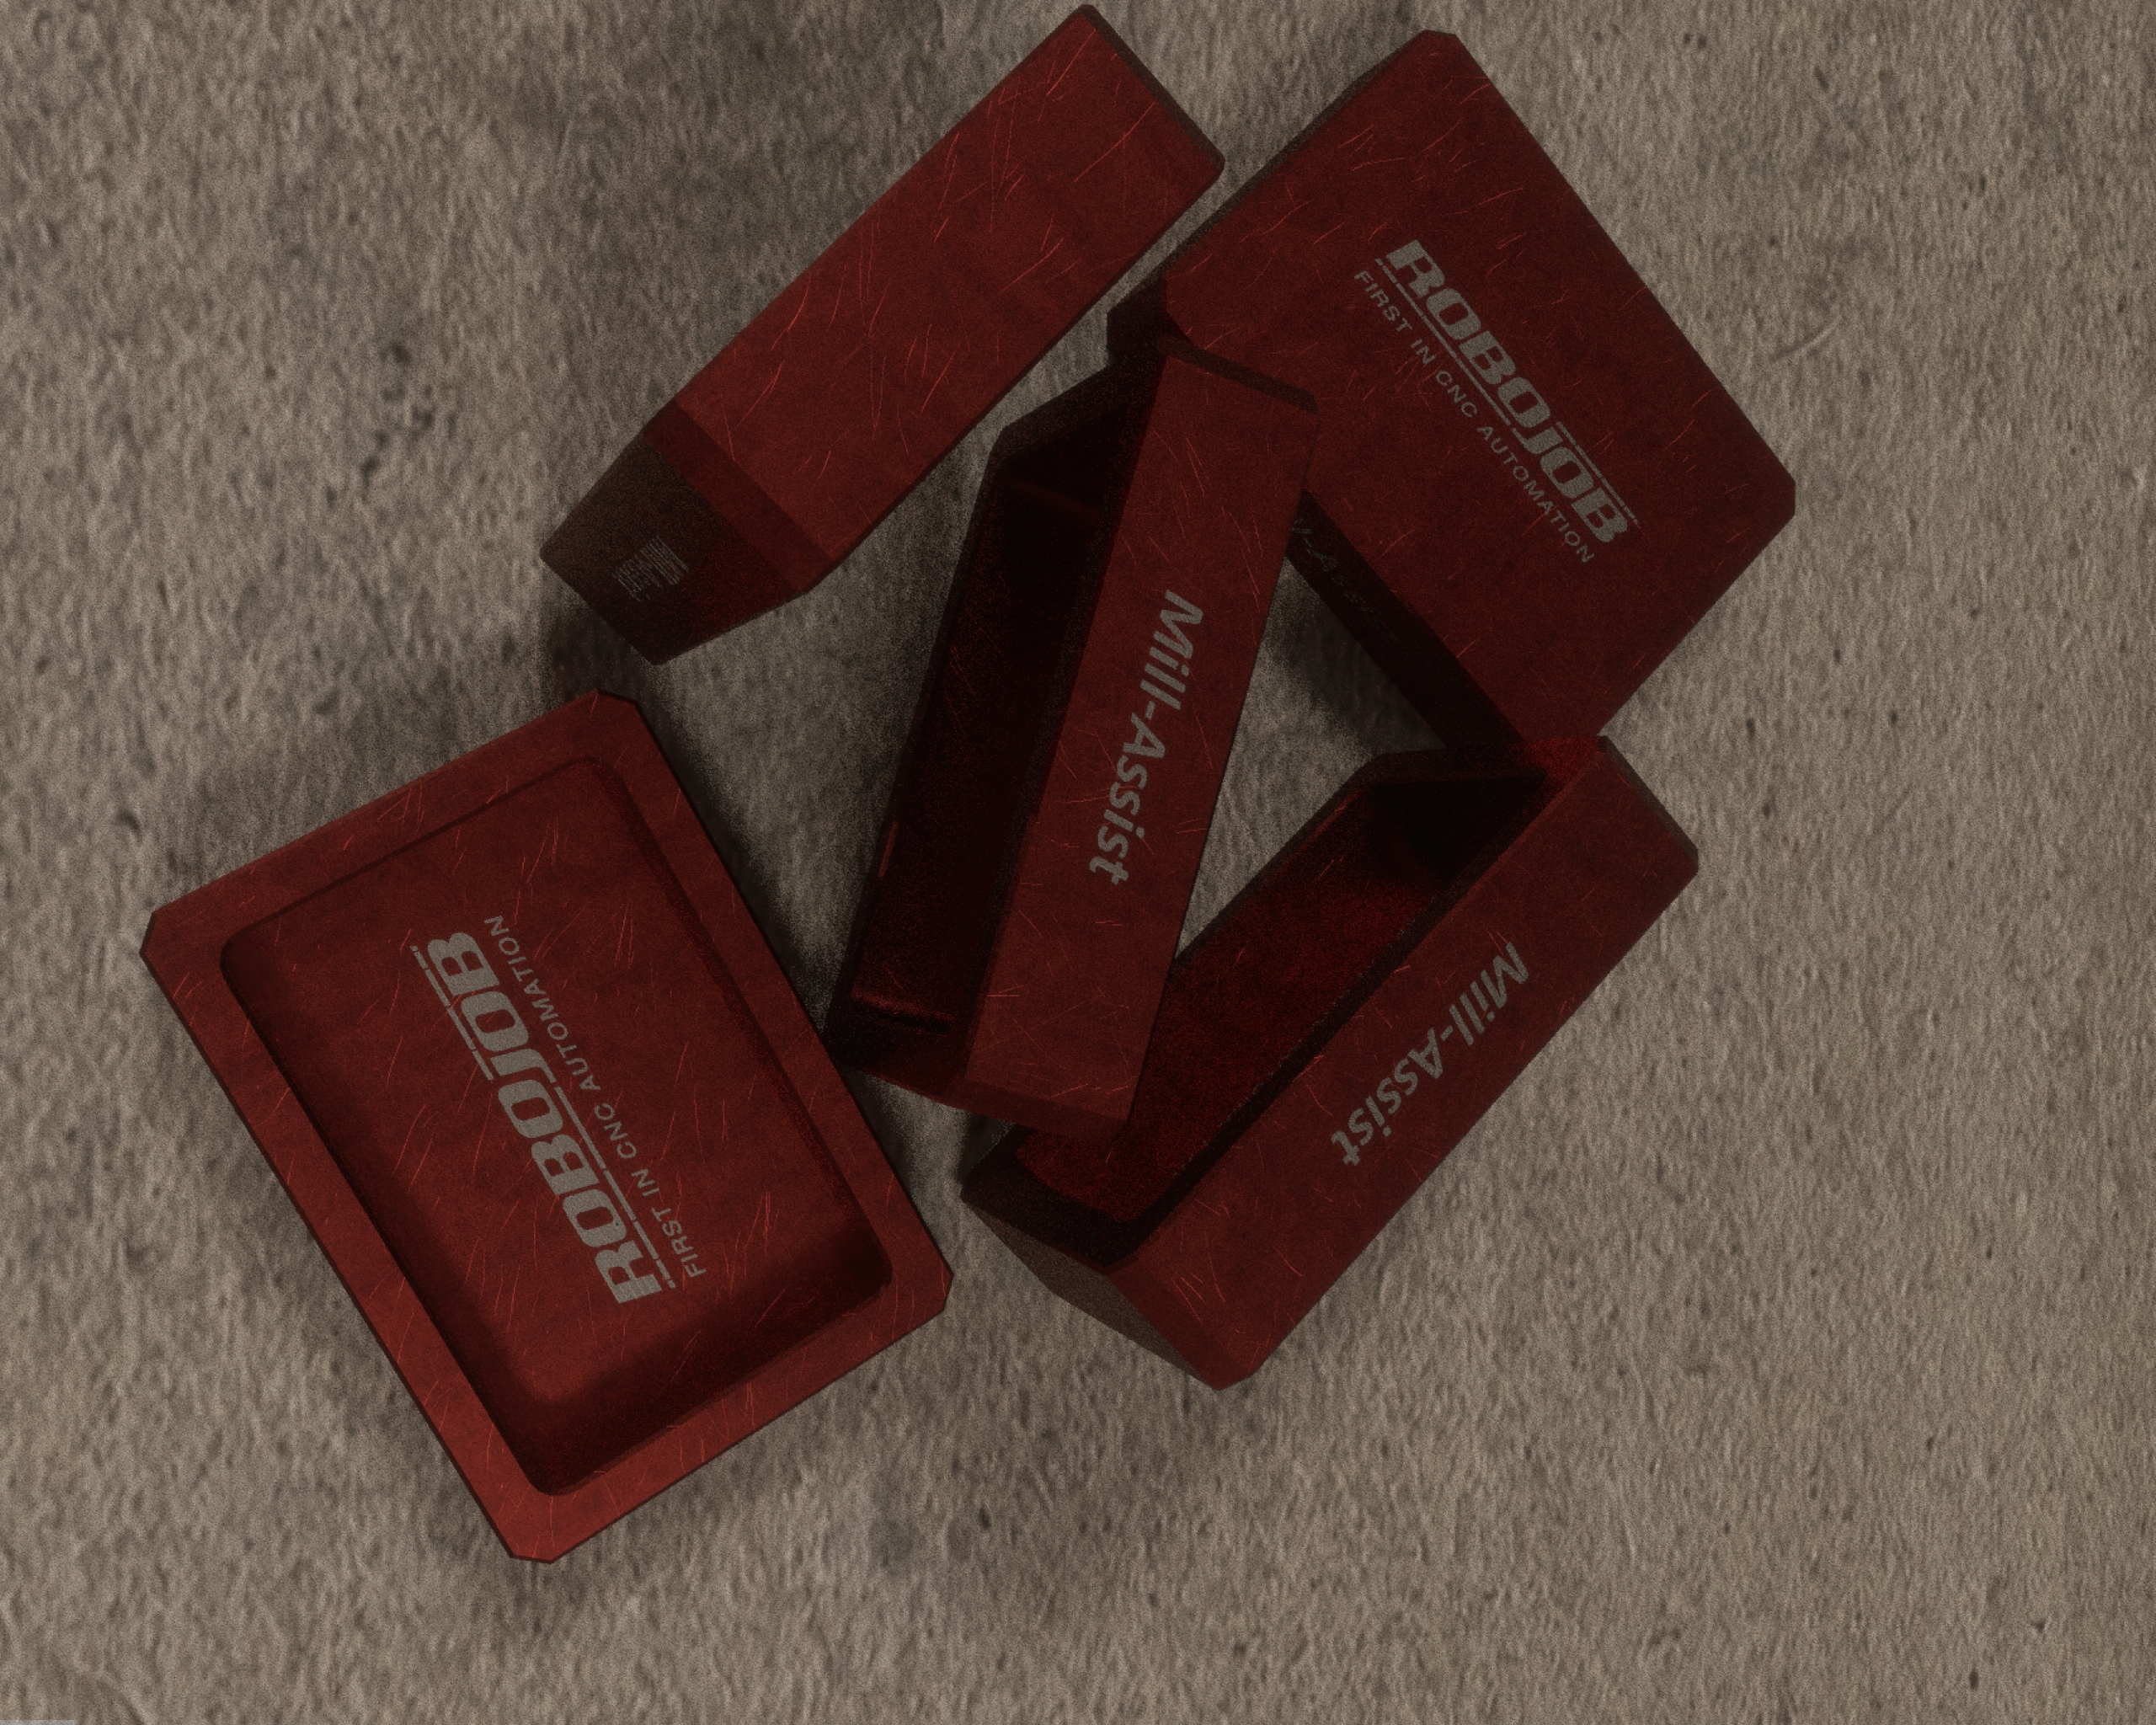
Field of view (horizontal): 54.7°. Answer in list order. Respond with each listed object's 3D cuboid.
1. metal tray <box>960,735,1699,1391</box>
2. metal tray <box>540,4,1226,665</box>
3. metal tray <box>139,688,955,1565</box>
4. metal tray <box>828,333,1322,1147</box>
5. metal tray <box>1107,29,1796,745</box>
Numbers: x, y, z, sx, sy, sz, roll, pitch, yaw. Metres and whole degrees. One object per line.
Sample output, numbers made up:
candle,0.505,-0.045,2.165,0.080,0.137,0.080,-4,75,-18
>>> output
metal tray,0.044,0.032,0.393,0.130,0.090,0.030,-45,105,-15
metal tray,-0.039,-0.079,0.341,0.030,0.130,0.090,46,75,-15
metal tray,-0.092,0.045,0.374,0.091,0.030,0.129,-30,100,-18
metal tray,-0.005,-0.020,0.374,0.030,0.090,0.129,18,84,-20
metal tray,0.081,-0.094,0.439,0.090,0.030,0.130,-46,105,-14
